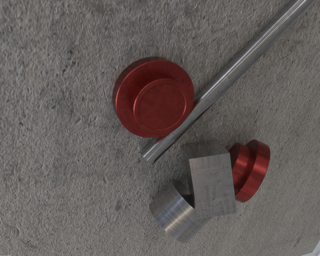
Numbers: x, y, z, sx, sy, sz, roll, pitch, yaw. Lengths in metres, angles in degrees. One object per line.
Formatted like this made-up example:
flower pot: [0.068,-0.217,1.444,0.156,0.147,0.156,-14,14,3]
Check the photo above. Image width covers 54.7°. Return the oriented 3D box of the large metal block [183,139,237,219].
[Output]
large metal block: [0.065,0.066,0.424,0.050,0.080,0.079,-9,100,0]

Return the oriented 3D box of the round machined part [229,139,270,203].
round machined part: [0.125,0.061,0.478,0.042,0.098,0.097,25,108,0]

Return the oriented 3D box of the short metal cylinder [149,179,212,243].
short metal cylinder: [0.030,0.123,0.463,0.050,0.080,0.080,-47,129,6]

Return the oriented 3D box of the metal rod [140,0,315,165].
metal rod: [0.087,-0.065,0.414,0.300,0.025,0.025,-45,129,3]

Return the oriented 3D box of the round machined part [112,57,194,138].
round machined part: [-0.004,-0.031,0.367,0.099,0.042,0.097,-9,117,-18]
